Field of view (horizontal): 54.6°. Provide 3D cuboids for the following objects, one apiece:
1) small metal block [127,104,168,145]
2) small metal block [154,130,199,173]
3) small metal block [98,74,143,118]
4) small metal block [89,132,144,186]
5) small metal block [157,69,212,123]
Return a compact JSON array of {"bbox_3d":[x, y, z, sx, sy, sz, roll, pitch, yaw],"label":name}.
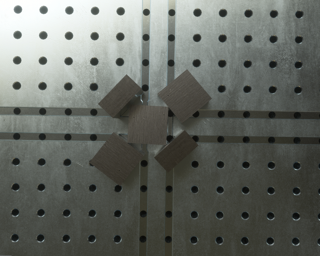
[{"bbox_3d":[-0.015,-0.004,0.413,0.050,0.025,0.050,4,89,1],"label":"small metal block"},{"bbox_3d":[0.020,0.028,0.401,0.050,0.050,0.025,-42,90,0],"label":"small metal block"},{"bbox_3d":[-0.049,-0.039,0.400,0.025,0.050,0.050,44,91,-1],"label":"small metal block"},{"bbox_3d":[-0.056,0.040,0.413,0.050,0.025,0.050,38,89,-1],"label":"small metal block"},{"bbox_3d":[0.032,-0.041,0.413,0.050,0.025,0.050,-40,90,0],"label":"small metal block"}]
